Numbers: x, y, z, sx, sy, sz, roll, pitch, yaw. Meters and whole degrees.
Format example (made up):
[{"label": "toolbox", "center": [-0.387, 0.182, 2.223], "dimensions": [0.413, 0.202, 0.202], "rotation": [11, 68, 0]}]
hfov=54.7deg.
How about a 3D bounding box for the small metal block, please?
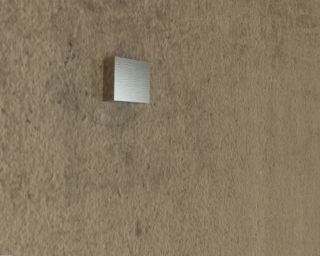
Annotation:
[{"label": "small metal block", "center": [-0.040, -0.056, 0.373], "dimensions": [0.050, 0.025, 0.050], "rotation": [1, 90, -40]}]
